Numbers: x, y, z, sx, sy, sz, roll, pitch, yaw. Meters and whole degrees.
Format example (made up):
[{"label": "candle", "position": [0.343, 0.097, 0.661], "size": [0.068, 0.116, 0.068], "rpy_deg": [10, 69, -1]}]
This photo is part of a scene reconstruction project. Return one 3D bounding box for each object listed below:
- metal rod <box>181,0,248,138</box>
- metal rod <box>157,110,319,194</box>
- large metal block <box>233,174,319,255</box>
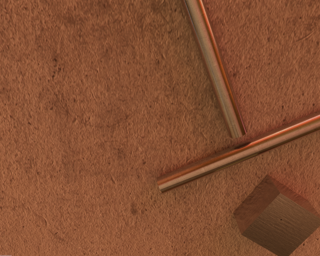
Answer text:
[{"label": "metal rod", "position": [0.048, -0.122, 0.365], "size": [0.025, 0.025, 0.299], "rpy_deg": [-21, 109, 7]}, {"label": "metal rod", "position": [0.137, 0.022, 0.419], "size": [0.301, 0.025, 0.025], "rpy_deg": [-24, 109, 8]}, {"label": "large metal block", "position": [0.167, 0.128, 0.446], "size": [0.080, 0.050, 0.080], "rpy_deg": [32, 107, -12]}]
